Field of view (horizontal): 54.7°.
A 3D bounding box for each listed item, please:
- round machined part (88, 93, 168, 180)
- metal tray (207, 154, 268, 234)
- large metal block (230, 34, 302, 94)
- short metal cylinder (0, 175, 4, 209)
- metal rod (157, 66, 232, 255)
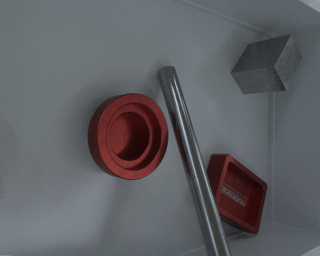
[{"bbox_3d":[-0.040,0.009,0.363,0.099,0.042,0.097,0,90,-40],"label":"round machined part"},{"bbox_3d":[0.123,0.108,0.503,0.130,0.030,0.090,35,63,-34],"label":"metal tray"},{"bbox_3d":[0.181,-0.106,0.525,0.050,0.080,0.080,50,61,-29],"label":"large metal block"},{"bbox_3d":[-0.174,0.052,0.245,0.081,0.050,0.079,0,90,-40],"label":"short metal cylinder"},{"bbox_3d":[0.044,0.058,0.364,0.025,0.025,0.299,5,62,-40],"label":"metal rod"}]
